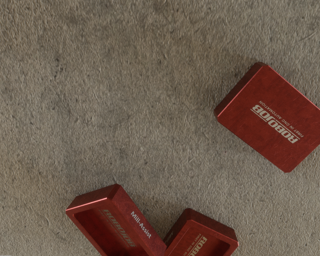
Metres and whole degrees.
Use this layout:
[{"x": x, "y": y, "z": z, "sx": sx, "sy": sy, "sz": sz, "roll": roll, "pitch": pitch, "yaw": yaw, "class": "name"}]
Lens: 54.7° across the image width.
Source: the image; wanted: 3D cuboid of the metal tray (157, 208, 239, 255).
[{"x": 0.047, "y": 0.196, "z": 0.479, "sx": 0.090, "sy": 0.030, "sz": 0.129, "roll": 28, "pitch": 108, "yaw": -10, "class": "metal tray"}]

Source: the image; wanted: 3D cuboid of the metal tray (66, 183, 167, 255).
[{"x": -0.062, "y": 0.146, "z": 0.444, "sx": 0.090, "sy": 0.030, "sz": 0.130, "roll": -22, "pitch": 110, "yaw": 30, "class": "metal tray"}]

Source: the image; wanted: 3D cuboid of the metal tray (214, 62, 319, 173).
[{"x": 0.148, "y": -0.012, "z": 0.404, "sx": 0.130, "sy": 0.030, "sz": 0.090, "roll": 36, "pitch": 106, "yaw": -13, "class": "metal tray"}]
